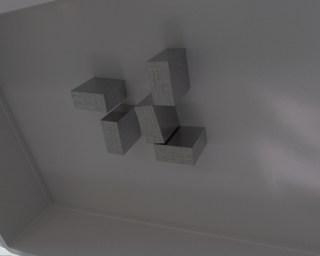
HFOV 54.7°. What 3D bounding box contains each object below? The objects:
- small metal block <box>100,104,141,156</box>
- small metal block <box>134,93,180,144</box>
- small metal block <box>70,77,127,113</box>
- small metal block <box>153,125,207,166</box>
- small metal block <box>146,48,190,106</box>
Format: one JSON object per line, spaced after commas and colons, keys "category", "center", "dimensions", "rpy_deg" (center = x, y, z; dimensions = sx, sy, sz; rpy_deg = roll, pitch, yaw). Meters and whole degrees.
{"category": "small metal block", "center": [-0.052, 0.001, 0.421], "dimensions": [0.025, 0.050, 0.050], "rpy_deg": [7, 122, 25]}
{"category": "small metal block", "center": [-0.002, -0.015, 0.384], "dimensions": [0.025, 0.050, 0.050], "rpy_deg": [-3, 117, 30]}
{"category": "small metal block", "center": [-0.079, -0.045, 0.407], "dimensions": [0.050, 0.050, 0.025], "rpy_deg": [9, 122, 24]}
{"category": "small metal block", "center": [0.027, 0.020, 0.391], "dimensions": [0.050, 0.050, 0.025], "rpy_deg": [5, 121, 26]}
{"category": "small metal block", "center": [0.011, -0.059, 0.350], "dimensions": [0.025, 0.050, 0.050], "rpy_deg": [4, 120, 26]}
